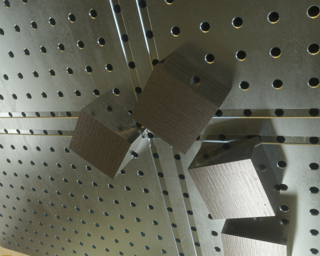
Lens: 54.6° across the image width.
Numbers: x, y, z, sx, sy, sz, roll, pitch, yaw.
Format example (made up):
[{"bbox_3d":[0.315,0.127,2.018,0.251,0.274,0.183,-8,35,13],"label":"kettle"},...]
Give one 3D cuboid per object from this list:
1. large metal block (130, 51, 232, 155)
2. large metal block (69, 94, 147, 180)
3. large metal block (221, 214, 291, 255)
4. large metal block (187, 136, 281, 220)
[{"bbox_3d":[0.023,-0.029,0.365,0.080,0.050,0.080,35,129,5],"label":"large metal block"},{"bbox_3d":[-0.074,0.013,0.443,0.080,0.050,0.080,34,129,5],"label":"large metal block"},{"bbox_3d":[0.134,0.162,0.425,0.080,0.050,0.080,2,119,27],"label":"large metal block"},{"bbox_3d":[0.093,0.064,0.386,0.080,0.050,0.080,-16,110,34],"label":"large metal block"}]
